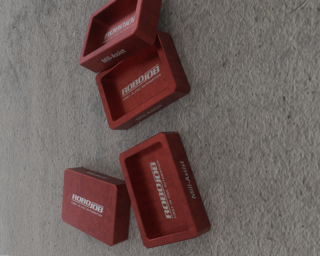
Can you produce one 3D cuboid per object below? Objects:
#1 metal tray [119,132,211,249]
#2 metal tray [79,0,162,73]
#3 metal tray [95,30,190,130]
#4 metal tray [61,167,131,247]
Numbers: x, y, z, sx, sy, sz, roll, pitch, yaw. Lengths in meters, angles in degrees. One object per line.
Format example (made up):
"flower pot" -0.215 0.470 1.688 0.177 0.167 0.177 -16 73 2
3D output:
"metal tray" 0.002 0.080 0.400 0.090 0.030 0.129 -29 72 36
"metal tray" -0.056 -0.136 0.421 0.130 0.030 0.090 -13 62 44
"metal tray" -0.029 -0.062 0.425 0.130 0.030 0.090 -29 72 36
"metal tray" -0.103 0.118 0.487 0.130 0.030 0.089 8 95 39
